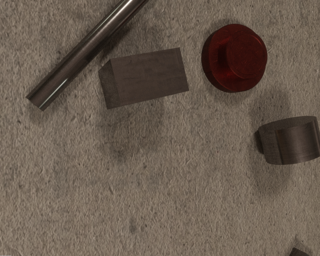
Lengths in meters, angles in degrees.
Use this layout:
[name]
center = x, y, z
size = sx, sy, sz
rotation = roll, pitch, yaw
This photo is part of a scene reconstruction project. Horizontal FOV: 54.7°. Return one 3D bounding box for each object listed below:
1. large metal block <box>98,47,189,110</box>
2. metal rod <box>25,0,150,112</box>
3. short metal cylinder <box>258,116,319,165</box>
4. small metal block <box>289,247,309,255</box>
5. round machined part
[large metal block]
center = -0.023, -0.057, 0.372
size = 0.081, 0.080, 0.050
rotation = -15, 95, -20
[metal rod]
center = -0.051, -0.140, 0.390
size = 0.025, 0.025, 0.300
rotation = 43, 76, -15
[short metal cylinder]
center = 0.190, 0.017, 0.452
size = 0.081, 0.080, 0.050
rotation = -17, 96, -20
[small metal block]
center = 0.227, 0.230, 0.496
size = 0.050, 0.025, 0.050
rotation = 40, 77, -16
[round machined part]
center = 0.113, -0.101, 0.443
size = 0.099, 0.042, 0.097
rotation = 0, 90, -21
